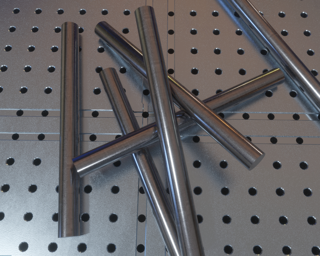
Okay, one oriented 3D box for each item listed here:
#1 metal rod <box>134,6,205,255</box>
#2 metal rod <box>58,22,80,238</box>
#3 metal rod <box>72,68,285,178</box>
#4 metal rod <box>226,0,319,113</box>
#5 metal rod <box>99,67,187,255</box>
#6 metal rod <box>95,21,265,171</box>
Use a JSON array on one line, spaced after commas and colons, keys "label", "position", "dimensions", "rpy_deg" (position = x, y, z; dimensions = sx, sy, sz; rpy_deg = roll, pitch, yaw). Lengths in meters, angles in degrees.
[{"label": "metal rod", "position": [0.009, -0.002, 0.363], "dimensions": [0.025, 0.025, 0.299], "rpy_deg": [-10, 80, -4]}, {"label": "metal rod", "position": [-0.121, -0.012, 0.415], "dimensions": [0.025, 0.025, 0.299], "rpy_deg": [-5, 70, -2]}, {"label": "metal rod", "position": [0.036, -0.014, 0.398], "dimensions": [0.302, 0.025, 0.025], "rpy_deg": [-24, 72, -16]}, {"label": "metal rod", "position": [0.175, -0.114, 0.454], "dimensions": [0.025, 0.025, 0.299], "rpy_deg": [-29, 73, -10]}, {"label": "metal rod", "position": [-0.018, 0.052, 0.392], "dimensions": [0.025, 0.025, 0.299], "rpy_deg": [-21, 71, -7]}, {"label": "metal rod", "position": [0.008, -0.057, 0.398], "dimensions": [0.025, 0.025, 0.300], "rpy_deg": [-39, 62, -13]}]
